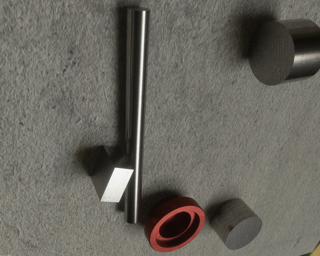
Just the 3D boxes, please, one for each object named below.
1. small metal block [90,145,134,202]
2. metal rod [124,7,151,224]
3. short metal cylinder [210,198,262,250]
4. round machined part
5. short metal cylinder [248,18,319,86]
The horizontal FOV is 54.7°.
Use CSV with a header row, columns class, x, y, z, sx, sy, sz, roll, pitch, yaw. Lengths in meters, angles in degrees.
class,x,y,z,sx,sy,sz,roll,pitch,yaw
small metal block,-0.062,0.058,0.392,0.025,0.050,0.050,12,112,-34
metal rod,-0.032,0.006,0.392,0.025,0.025,0.298,-10,123,-23
short metal cylinder,0.142,0.179,0.579,0.081,0.050,0.079,-14,124,-21
round machined part,0.020,0.148,0.498,0.099,0.042,0.097,-14,124,-21
short metal cylinder,0.160,-0.098,0.398,0.050,0.080,0.079,-12,124,-22
